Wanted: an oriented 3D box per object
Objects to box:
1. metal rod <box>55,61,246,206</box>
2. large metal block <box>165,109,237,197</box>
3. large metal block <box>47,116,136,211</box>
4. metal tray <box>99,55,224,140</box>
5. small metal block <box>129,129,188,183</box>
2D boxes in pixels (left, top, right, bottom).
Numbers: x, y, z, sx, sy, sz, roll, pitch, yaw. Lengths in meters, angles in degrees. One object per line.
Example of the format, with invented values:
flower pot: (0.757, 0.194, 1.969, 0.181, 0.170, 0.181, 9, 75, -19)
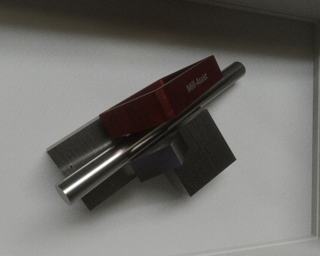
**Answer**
metal rod: (0.011, -0.011, 0.375, 0.302, 0.025, 0.025, -36, 102, -32)
large metal block: (0.040, 0.031, 0.412, 0.080, 0.050, 0.080, -35, 102, -17)
large metal block: (-0.075, 0.036, 0.367, 0.080, 0.050, 0.080, -35, 102, -17)
metal tray: (0.006, -0.037, 0.349, 0.131, 0.090, 0.030, -40, 107, -49)
small metal block: (0.000, 0.030, 0.345, 0.050, 0.050, 0.025, -25, 101, 19)
